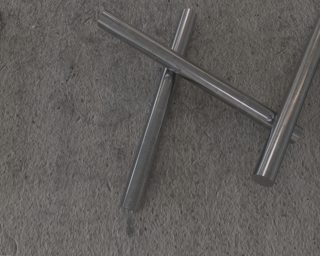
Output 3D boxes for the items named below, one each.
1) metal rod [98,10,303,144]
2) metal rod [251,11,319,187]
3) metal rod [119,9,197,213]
[{"bbox_3d":[0.051,-0.068,0.411,0.301,0.025,0.025,32,73,2],"label":"metal rod"},{"bbox_3d":[0.184,-0.057,0.407,0.025,0.025,0.300,27,64,9],"label":"metal rod"},{"bbox_3d":[0.004,-0.037,0.421,0.025,0.025,0.299,15,71,5],"label":"metal rod"}]
